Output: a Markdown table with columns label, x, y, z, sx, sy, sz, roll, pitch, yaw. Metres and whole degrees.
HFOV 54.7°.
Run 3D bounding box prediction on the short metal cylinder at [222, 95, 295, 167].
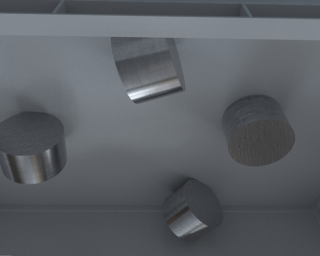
| label | x | y | z | sx | sy | sz | roll | pitch | yaw |
| --- | --- | --- | --- | --- | --- | --- | --- | --- | --- |
| short metal cylinder | 0.124 | 0.004 | 0.398 | 0.081 | 0.050 | 0.079 | 0 | 130 | 0 |

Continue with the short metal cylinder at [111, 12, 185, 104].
| label | x | y | z | sx | sy | sz | roll | pitch | yaw |
| --- | --- | --- | --- | --- | --- | --- | --- | --- | --- |
| short metal cylinder | -0.010 | -0.069 | 0.314 | 0.050 | 0.080 | 0.080 | -15 | 129 | 12 |

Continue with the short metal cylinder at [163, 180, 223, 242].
| label | x | y | z | sx | sy | sz | roll | pitch | yaw |
| --- | --- | --- | --- | --- | --- | --- | --- | --- | --- |
| short metal cylinder | 0.051 | 0.128 | 0.483 | 0.080 | 0.080 | 0.050 | 30 | 124 | -24 |

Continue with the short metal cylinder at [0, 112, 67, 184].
| label | x | y | z | sx | sy | sz | roll | pitch | yaw |
| --- | --- | --- | --- | --- | --- | --- | --- | --- | --- |
| short metal cylinder | -0.161 | 0.024 | 0.391 | 0.081 | 0.080 | 0.050 | 5 | 130 | -5 |
